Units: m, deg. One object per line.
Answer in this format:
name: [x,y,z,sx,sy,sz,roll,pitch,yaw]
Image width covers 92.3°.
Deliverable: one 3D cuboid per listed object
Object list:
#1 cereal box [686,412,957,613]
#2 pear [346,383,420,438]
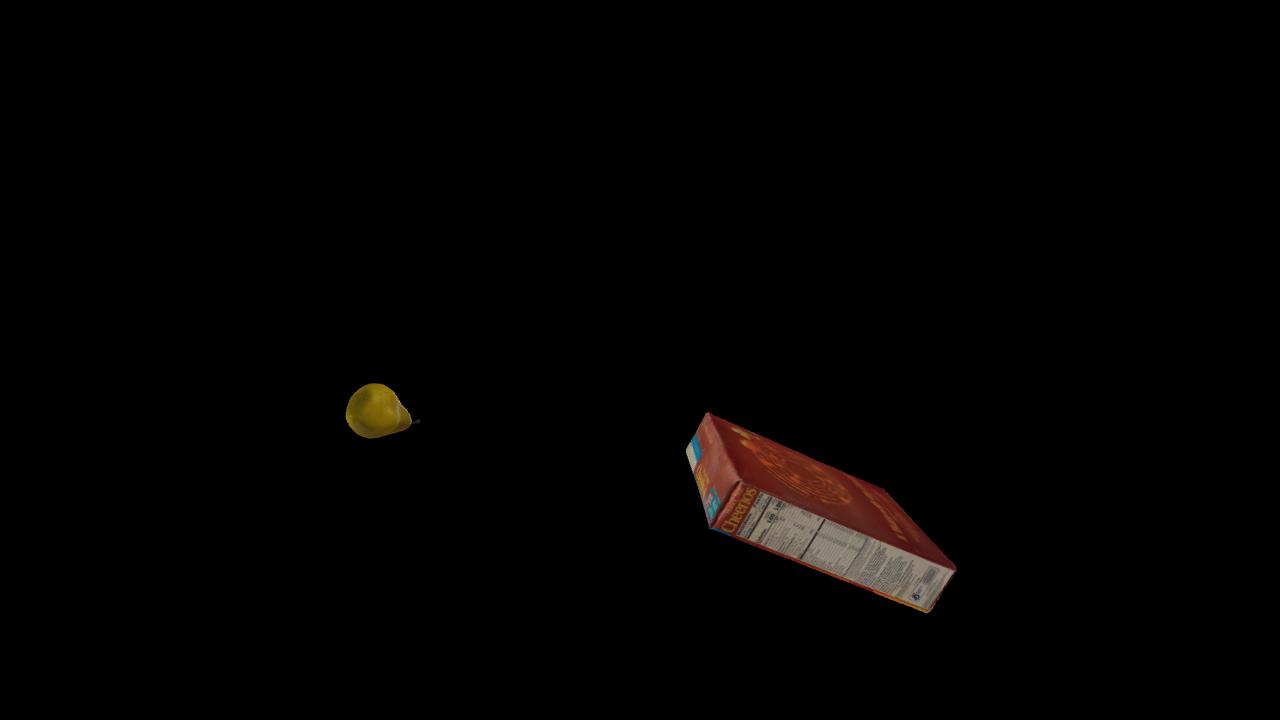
cereal box: [0.217,0.189,0.796,0.306,0.081,0.203,23,13,-11]
pear: [-0.376,0.086,0.913,0.080,0.080,0.111,0,-31,36]
